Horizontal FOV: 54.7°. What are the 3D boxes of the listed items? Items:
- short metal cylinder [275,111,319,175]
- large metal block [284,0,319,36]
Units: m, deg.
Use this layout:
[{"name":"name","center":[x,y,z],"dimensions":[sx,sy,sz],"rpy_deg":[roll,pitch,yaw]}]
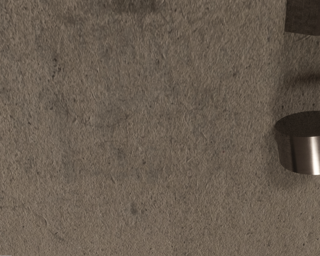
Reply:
[{"name":"short metal cylinder","center":[0.190,0.016,0.389],"dimensions":[0.080,0.080,0.050],"rpy_deg":[-13,110,4]},{"name":"large metal block","center":[0.193,-0.130,0.335],"dimensions":[0.081,0.080,0.050],"rpy_deg":[-3,110,0]}]
